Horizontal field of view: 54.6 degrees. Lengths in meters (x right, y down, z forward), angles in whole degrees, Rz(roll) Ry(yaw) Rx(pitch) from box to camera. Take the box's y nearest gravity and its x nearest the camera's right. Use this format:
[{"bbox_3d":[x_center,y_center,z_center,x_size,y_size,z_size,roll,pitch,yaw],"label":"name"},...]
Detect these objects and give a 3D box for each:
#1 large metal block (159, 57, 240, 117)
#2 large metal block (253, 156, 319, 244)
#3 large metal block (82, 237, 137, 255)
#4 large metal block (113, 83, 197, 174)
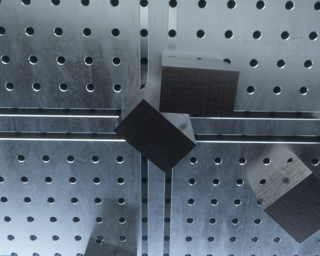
[{"bbox_3d":[0.041,-0.052,0.365,0.080,0.080,0.050,4,110,-2],"label":"large metal block"},{"bbox_3d":[0.195,0.101,0.439,0.080,0.050,0.080,43,104,-14],"label":"large metal block"},{"bbox_3d":[-0.084,0.222,0.465,0.080,0.080,0.050,22,109,-8],"label":"large metal block"},{"bbox_3d":[-0.005,-0.003,0.383,0.080,0.080,0.050,41,105,-14],"label":"large metal block"}]
